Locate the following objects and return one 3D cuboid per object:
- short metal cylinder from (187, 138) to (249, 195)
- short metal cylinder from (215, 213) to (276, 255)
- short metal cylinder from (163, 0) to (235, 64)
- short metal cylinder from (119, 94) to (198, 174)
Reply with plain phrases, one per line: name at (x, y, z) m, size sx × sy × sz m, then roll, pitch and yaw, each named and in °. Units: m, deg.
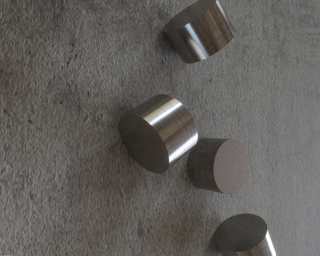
short metal cylinder at (0.087, 0.055, 0.461) m, size 0.081 × 0.050 × 0.080 m, roll 0°, pitch 90°, yaw -40°
short metal cylinder at (0.132, 0.179, 0.480) m, size 0.080 × 0.080 × 0.050 m, roll -36°, pitch 113°, yaw -34°
short metal cylinder at (0.052, -0.131, 0.412) m, size 0.080 × 0.080 × 0.050 m, roll -52°, pitch 121°, yaw -27°
short metal cylinder at (-0.003, 0.007, 0.366) m, size 0.050 × 0.080 × 0.080 m, roll -36°, pitch 113°, yaw -34°
